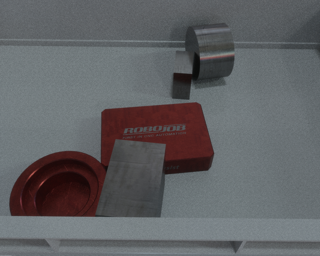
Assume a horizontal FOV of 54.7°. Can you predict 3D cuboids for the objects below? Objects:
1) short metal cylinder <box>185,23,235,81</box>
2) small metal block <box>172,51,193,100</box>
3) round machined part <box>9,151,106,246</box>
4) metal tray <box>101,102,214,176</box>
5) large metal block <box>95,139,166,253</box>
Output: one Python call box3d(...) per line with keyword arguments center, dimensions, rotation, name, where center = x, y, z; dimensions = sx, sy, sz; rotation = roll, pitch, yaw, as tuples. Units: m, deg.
box3d(center=(0.073, -0.114, 0.466), dimensions=(0.050, 0.080, 0.080), rotation=(-9, 51, -8), name="short metal cylinder")
box3d(center=(0.033, -0.077, 0.454), dimensions=(0.025, 0.050, 0.050), rotation=(5, 50, 3), name="small metal block")
box3d(center=(-0.101, 0.076, 0.328), dimensions=(0.099, 0.042, 0.098), rotation=(0, 50, 0), name="round machined part")
box3d(center=(-0.006, 0.013, 0.390), dimensions=(0.131, 0.030, 0.090), rotation=(-5, 50, -5), name="metal tray")
box3d(center=(-0.024, 0.069, 0.311), dimensions=(0.050, 0.080, 0.080), rotation=(5, 50, 4), name="large metal block")
